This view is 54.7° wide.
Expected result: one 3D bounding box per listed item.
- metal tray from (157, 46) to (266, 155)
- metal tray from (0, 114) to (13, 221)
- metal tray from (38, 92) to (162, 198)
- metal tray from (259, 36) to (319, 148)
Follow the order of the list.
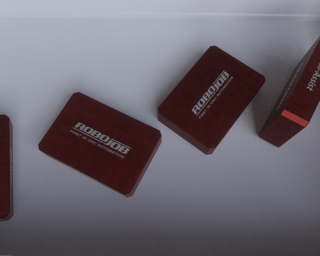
[{"bbox_3d":[0.070,-0.040,0.422,0.090,0.030,0.130,36,74,12],"label":"metal tray"},{"bbox_3d":[-0.230,0.050,0.374,0.091,0.030,0.130,-3,69,-19],"label":"metal tray"},{"bbox_3d":[-0.074,0.020,0.399,0.130,0.030,0.090,26,72,9],"label":"metal tray"},{"bbox_3d":[0.178,-0.046,0.392,0.030,0.090,0.130,30,73,10],"label":"metal tray"}]
